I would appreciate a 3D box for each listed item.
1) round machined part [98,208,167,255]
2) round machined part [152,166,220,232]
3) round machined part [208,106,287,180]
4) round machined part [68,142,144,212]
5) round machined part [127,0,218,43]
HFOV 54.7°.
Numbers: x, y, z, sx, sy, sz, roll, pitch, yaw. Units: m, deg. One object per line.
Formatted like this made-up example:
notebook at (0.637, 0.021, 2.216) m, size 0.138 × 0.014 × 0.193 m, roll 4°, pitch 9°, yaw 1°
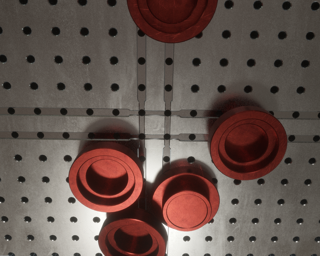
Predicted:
round machined part at (-0.038, 0.157, 0.457) m, size 0.099 × 0.042 × 0.097 m, roll 3°, pitch 116°, yaw 6°
round machined part at (0.037, 0.108, 0.445) m, size 0.099 × 0.042 × 0.097 m, roll 0°, pitch 110°, yaw -1°
round machined part at (0.112, 0.017, 0.412) m, size 0.099 × 0.042 × 0.097 m, roll 0°, pitch 110°, yaw -1°
round machined part at (-0.071, 0.063, 0.427) m, size 0.099 × 0.042 × 0.097 m, roll 0°, pitch 110°, yaw -1°
round machined part at (0.013, -0.148, 0.350) m, size 0.099 × 0.042 × 0.097 m, roll 0°, pitch 110°, yaw -1°
